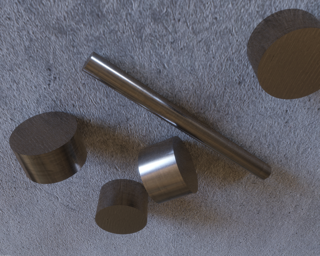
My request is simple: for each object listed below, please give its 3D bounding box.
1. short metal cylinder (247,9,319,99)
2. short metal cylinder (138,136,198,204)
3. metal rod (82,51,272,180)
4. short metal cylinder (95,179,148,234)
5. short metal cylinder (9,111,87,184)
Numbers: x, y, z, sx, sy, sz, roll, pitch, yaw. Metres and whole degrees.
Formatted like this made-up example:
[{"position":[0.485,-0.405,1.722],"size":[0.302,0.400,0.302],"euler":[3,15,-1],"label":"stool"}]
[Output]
[{"position":[0.138,-0.077,0.327],"size":[0.081,0.050,0.079],"euler":[0,130,0],"label":"short metal cylinder"},{"position":[0.012,0.057,0.420],"size":[0.050,0.080,0.080],"euler":[-22,127,17],"label":"short metal cylinder"},{"position":[0.038,-0.004,0.404],"size":[0.301,0.025,0.025],"euler":[31,124,-24],"label":"metal rod"},{"position":[-0.060,0.127,0.499],"size":[0.081,0.050,0.079],"euler":[0,130,0],"label":"short metal cylinder"},{"position":[-0.138,0.023,0.390],"size":[0.080,0.080,0.050],"euler":[-4,130,3],"label":"short metal cylinder"}]
